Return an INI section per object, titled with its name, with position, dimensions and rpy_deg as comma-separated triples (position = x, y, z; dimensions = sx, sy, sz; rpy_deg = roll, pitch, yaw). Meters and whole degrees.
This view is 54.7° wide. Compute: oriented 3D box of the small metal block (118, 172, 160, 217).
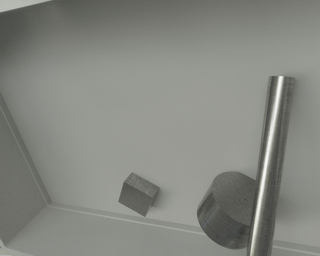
[small metal block]
position = -0.034, 0.106, 0.490
dimensions = 0.050, 0.025, 0.050
rpy_deg = 27, 128, 11

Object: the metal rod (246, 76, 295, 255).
[metal rod]
position = 0.109, 0.096, 0.327
dimensions = 0.025, 0.025, 0.298
rpy_deg = 8, 96, 24

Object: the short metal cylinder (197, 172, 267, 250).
[short metal cylinder]
position = 0.093, 0.101, 0.386
dimensions = 0.080, 0.080, 0.050
rpy_deg = 28, 128, 10
